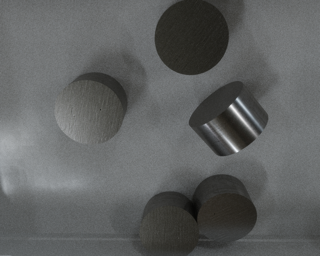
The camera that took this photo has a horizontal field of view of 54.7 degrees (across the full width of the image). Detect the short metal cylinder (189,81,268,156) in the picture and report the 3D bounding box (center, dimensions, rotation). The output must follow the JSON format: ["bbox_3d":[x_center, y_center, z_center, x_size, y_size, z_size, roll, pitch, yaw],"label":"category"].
[{"bbox_3d":[0.082,-0.012,0.378,0.080,0.080,0.050,-40,106,13],"label":"short metal cylinder"}]

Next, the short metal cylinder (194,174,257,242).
[{"bbox_3d":[0.090,0.113,0.440,0.081,0.050,0.079,0,110,0],"label":"short metal cylinder"}]

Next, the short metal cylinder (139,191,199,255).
[{"bbox_3d":[0.014,0.138,0.442,0.080,0.050,0.079,0,100,3],"label":"short metal cylinder"}]

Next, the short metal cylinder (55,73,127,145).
[{"bbox_3d":[-0.083,-0.026,0.388,0.081,0.050,0.079,0,110,0],"label":"short metal cylinder"}]

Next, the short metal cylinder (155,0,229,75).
[{"bbox_3d":[0.034,-0.106,0.359,0.081,0.050,0.079,0,110,0],"label":"short metal cylinder"}]
